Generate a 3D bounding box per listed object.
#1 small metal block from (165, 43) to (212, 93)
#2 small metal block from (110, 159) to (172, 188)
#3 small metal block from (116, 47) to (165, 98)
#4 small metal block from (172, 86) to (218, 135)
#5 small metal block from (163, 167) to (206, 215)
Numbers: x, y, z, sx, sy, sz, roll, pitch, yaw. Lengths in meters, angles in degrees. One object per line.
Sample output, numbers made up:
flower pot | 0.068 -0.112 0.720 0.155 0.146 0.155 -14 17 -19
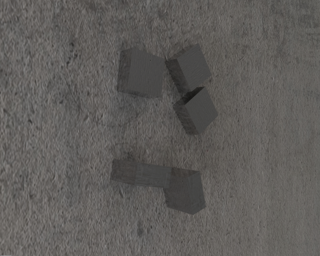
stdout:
small metal block | 0.041 -0.084 0.438 0.050 0.025 0.050 -41 115 -32
small metal block | -0.023 0.054 0.369 0.050 0.050 0.025 14 82 -39
small metal block | -0.023 -0.066 0.385 0.050 0.025 0.050 10 84 -40
small metal block | 0.052 -0.025 0.448 0.050 0.025 0.050 -43 116 -32
small metal block | 0.030 0.083 0.414 0.025 0.050 0.050 -19 102 -39
